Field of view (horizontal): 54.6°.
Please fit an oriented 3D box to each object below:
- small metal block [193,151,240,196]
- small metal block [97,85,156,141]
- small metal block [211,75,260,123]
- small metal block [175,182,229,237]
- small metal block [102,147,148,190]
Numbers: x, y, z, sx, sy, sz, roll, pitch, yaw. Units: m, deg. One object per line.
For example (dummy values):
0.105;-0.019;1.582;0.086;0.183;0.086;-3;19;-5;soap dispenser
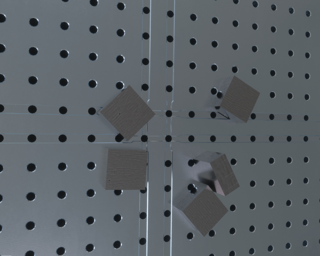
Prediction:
0.076;0.061;0.427;0.025;0.050;0.050;-29;100;-18;small metal block
-0.043;-0.019;0.396;0.050;0.025;0.050;-45;104;-14;small metal block
0.110;-0.041;0.453;0.050;0.025;0.050;30;80;-18;small metal block
0.059;0.113;0.434;0.050;0.025;0.050;-42;103;-15;small metal block
-0.045;0.052;0.396;0.050;0.025;0.050;4;89;-20;small metal block
